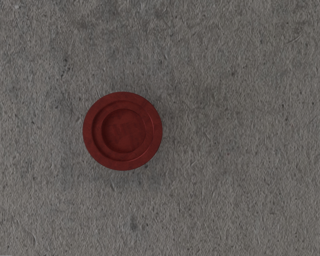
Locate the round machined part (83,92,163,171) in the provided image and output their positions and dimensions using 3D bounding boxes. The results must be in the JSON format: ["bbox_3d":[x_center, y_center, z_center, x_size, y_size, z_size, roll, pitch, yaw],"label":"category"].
[{"bbox_3d":[-0.046,0.004,0.401,0.099,0.042,0.097,0,90,0],"label":"round machined part"}]
